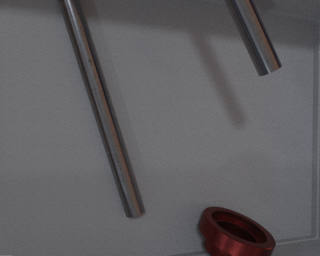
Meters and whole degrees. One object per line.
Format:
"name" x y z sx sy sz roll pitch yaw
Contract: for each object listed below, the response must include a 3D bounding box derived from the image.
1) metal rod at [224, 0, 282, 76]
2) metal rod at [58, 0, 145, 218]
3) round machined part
"metal rod" 0.048 -0.190 0.303 0.025 0.025 0.299 -32 101 -17
"metal rod" -0.074 -0.033 0.383 0.025 0.025 0.298 -19 97 -19
"round machined part" 0.097 0.148 0.412 0.099 0.098 0.042 16 99 -20
